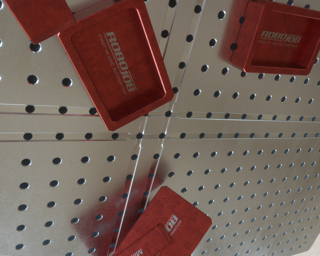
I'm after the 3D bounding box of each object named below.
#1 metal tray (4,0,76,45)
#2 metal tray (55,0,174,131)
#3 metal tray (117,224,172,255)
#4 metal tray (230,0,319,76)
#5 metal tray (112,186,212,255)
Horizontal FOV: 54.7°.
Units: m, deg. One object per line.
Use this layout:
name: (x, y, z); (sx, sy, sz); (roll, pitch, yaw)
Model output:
metal tray: (-0.106, -0.119, 0.212); (0.030, 0.130, 0.090); (-32, 129, -8)
metal tray: (-0.045, -0.069, 0.341); (0.090, 0.030, 0.129); (-29, 129, -10)
metal tray: (-0.042, 0.194, 0.474); (0.130, 0.030, 0.090); (-35, 169, -5)
metal tray: (0.168, -0.121, 0.426); (0.131, 0.030, 0.089); (-3, 120, -28)
metal tray: (0.004, 0.163, 0.458); (0.130, 0.090, 0.030); (-54, 172, -7)
